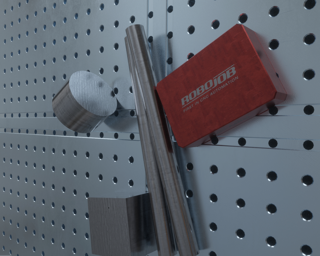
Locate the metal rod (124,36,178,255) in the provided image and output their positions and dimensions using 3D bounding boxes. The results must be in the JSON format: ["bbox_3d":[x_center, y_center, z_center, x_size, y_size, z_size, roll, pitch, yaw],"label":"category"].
[{"bbox_3d":[-0.014,0.018,0.420,0.025,0.025,0.298,-16,80,39],"label":"metal rod"}]

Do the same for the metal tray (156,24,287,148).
[{"bbox_3d":[0.062,-0.042,0.355,0.130,0.030,0.090,-32,70,35],"label":"metal tray"}]

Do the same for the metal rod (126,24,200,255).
[{"bbox_3d":[0.001,0.011,0.397,0.025,0.025,0.298,-19,81,38],"label":"metal rod"}]

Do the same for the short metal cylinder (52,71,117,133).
[{"bbox_3d":[-0.113,-0.039,0.467,0.050,0.081,0.080,-37,67,34],"label":"short metal cylinder"}]

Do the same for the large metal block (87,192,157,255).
[{"bbox_3d":[-0.054,0.134,0.438,0.080,0.050,0.080,-10,84,39],"label":"large metal block"}]
